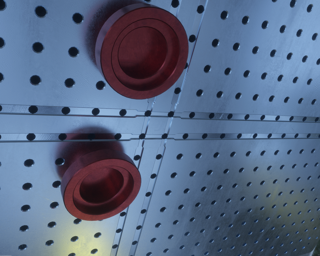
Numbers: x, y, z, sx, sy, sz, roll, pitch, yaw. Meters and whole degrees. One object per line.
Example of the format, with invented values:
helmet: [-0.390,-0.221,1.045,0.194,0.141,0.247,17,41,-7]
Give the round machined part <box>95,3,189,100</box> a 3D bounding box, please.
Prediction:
round machined part: [-0.022,-0.084,0.336,0.099,0.042,0.097,-14,124,-21]

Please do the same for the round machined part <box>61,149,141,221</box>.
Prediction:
round machined part: [-0.077,0.068,0.399,0.099,0.042,0.097,-14,124,-21]
